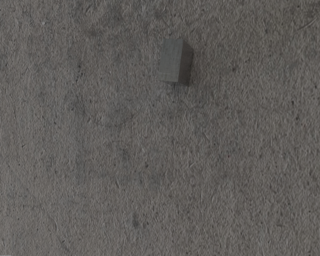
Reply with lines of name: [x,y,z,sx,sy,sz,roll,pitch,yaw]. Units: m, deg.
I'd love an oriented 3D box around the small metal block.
small metal block: [0.021,-0.080,0.389,0.025,0.050,0.050,8,93,20]
